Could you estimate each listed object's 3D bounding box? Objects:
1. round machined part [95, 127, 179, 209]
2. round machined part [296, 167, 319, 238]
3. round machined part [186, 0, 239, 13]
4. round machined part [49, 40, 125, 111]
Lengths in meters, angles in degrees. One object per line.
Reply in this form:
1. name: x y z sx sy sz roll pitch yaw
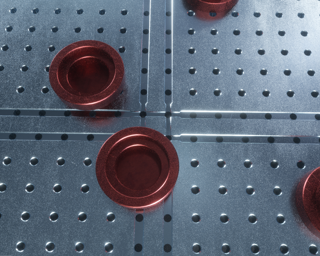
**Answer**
1. round machined part: -0.027 0.051 0.384 0.099 0.042 0.098 0 70 -1
2. round machined part: 0.222 0.089 0.373 0.099 0.042 0.098 0 70 -1
3. round machined part: 0.085 -0.236 0.490 0.099 0.042 0.098 0 70 -1
4. round machined part: -0.097 -0.068 0.427 0.099 0.042 0.098 0 70 -1
